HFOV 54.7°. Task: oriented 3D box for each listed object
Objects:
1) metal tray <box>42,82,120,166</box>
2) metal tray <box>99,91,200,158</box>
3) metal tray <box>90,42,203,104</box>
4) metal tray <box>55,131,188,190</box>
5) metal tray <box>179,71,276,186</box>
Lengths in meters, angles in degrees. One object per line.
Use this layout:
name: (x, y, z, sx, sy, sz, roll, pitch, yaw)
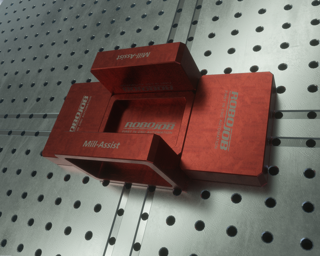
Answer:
metal tray: (-0.113, -0.008, 0.467, 0.090, 0.030, 0.130, 1, 62, 28)
metal tray: (-0.017, -0.001, 0.410, 0.130, 0.030, 0.090, 1, 62, 28)
metal tray: (-0.014, -0.067, 0.414, 0.130, 0.090, 0.030, 1, 63, 28)
metal tray: (-0.044, 0.038, 0.363, 0.130, 0.090, 0.030, 1, 63, 28)
metal tray: (0.081, -0.003, 0.361, 0.090, 0.030, 0.130, 2, 62, 27)
